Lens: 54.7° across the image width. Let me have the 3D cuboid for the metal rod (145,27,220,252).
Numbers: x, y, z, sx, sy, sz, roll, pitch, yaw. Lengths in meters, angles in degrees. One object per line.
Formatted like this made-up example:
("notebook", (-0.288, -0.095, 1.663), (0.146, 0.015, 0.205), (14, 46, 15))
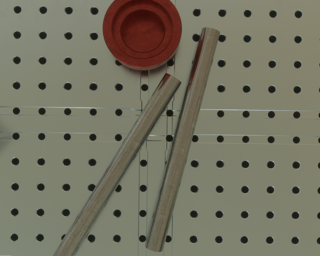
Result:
("metal rod", (0.030, 0.015, 0.413), (0.025, 0.025, 0.298), (15, 90, 0))

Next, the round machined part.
("round machined part", (-0.022, -0.124, 0.404), (0.099, 0.042, 0.097), (0, 90, 0))

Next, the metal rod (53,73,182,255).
("metal rod", (-0.061, 0.061, 0.412), (0.025, 0.025, 0.299), (32, 90, 0))
